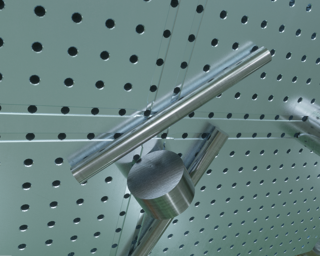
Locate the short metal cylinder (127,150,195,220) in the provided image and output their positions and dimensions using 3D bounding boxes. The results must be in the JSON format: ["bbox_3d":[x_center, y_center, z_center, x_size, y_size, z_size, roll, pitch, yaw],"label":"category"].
[{"bbox_3d":[0.002,0.077,0.424,0.080,0.080,0.050,-32,129,-7],"label":"short metal cylinder"}]

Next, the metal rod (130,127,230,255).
[{"bbox_3d":[0.018,0.129,0.501,0.025,0.025,0.299,21,107,-36],"label":"metal rod"}]

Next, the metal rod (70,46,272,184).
[{"bbox_3d":[0.020,-0.021,0.408,0.301,0.025,0.025,-33,129,-7],"label":"metal rod"}]

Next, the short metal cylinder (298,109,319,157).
[{"bbox_3d":[0.304,0.010,0.567,0.081,0.050,0.079,-14,124,-21],"label":"short metal cylinder"}]
